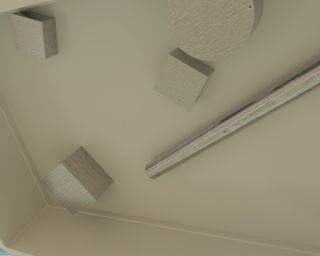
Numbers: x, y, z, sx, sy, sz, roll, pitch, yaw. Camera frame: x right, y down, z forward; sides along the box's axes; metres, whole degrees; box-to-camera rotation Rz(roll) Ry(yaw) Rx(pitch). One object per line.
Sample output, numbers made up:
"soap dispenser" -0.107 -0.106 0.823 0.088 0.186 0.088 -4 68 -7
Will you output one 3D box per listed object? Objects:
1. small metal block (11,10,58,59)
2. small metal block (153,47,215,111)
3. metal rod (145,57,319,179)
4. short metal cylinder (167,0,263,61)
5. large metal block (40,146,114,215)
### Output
"small metal block" -0.168 -0.126 0.417 0.050 0.025 0.050 19 126 16
"small metal block" 0.027 -0.056 0.359 0.050 0.025 0.050 32 128 6
"metal rod" 0.084 -0.005 0.360 0.025 0.025 0.299 49 128 -7
"short metal cylinder" 0.053 -0.110 0.296 0.080 0.050 0.079 13 124 20
"large metal block" -0.139 0.089 0.519 0.080 0.050 0.080 49 128 -7
